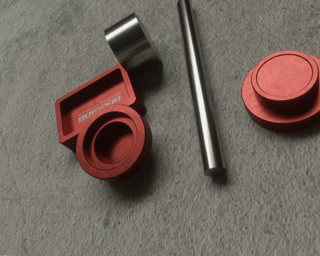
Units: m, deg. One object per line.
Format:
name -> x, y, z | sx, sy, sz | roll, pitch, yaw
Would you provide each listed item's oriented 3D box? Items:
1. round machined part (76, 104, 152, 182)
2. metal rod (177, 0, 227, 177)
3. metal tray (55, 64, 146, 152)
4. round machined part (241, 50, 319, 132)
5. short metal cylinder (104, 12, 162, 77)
round machined part -> -0.055, 0.022, 0.401 | 0.098, 0.042, 0.098 | -8, 67, 20
metal rod -> 0.050, -0.076, 0.423 | 0.025, 0.025, 0.299 | -17, 55, 18
metal tray -> -0.093, -0.033, 0.467 | 0.130, 0.030, 0.090 | -28, 52, 10
round machined part -> 0.141, -0.048, 0.348 | 0.098, 0.042, 0.098 | -13, 56, 20
short metal cylinder -> -0.039, -0.124, 0.464 | 0.050, 0.080, 0.080 | -28, 52, 10
